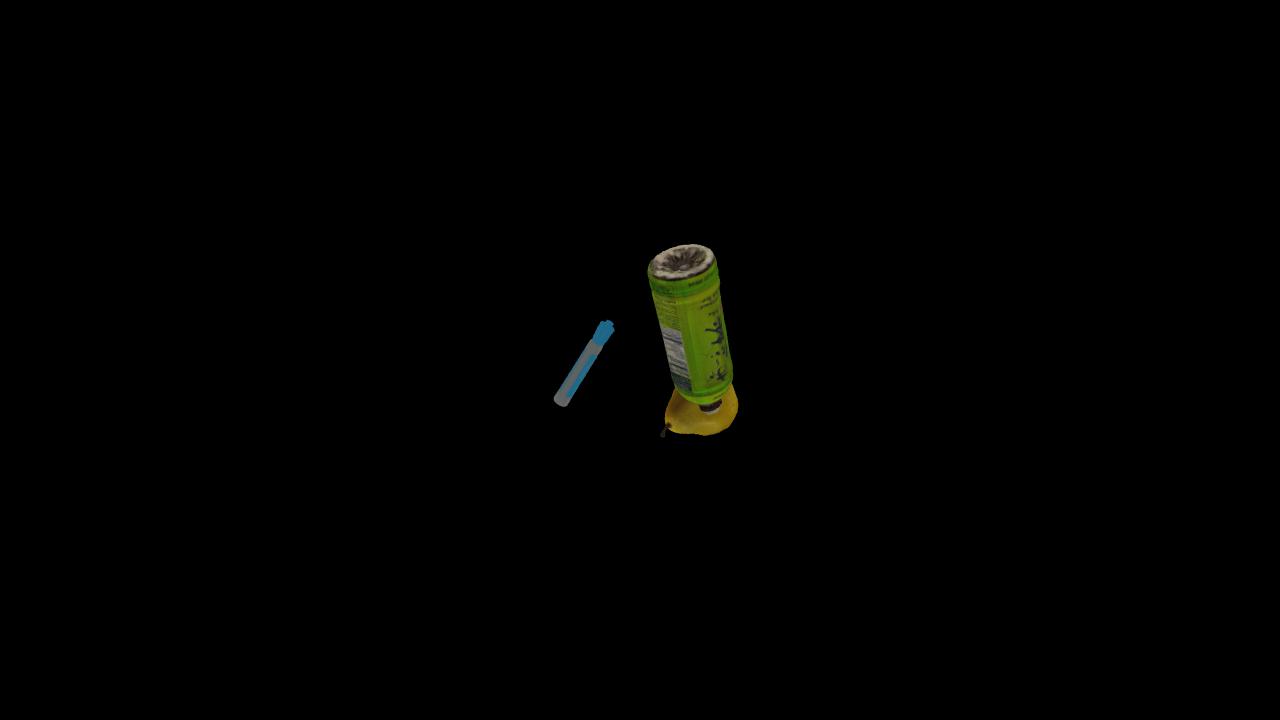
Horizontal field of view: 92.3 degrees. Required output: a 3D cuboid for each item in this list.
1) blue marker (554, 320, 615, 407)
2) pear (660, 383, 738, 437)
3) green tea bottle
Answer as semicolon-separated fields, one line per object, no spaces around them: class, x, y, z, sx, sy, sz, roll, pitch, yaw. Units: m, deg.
blue marker;-0.064;0.004;0.713;0.020;0.121;0.020;28;23;-13
pear;0.058;0.055;0.716;0.111;0.080;0.080;-16;9;-33
green tea bottle;0.060;-0.016;0.655;0.073;0.212;0.073;-8;38;6
